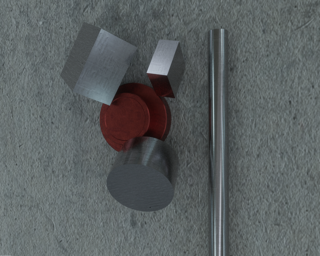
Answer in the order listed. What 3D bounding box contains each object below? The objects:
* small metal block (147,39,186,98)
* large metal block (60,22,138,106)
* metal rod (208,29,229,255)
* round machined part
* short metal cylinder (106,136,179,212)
[{"bbox_3d":[0.009,-0.072,0.383,0.025,0.050,0.050,11,67,19],"label":"small metal block"},{"bbox_3d":[-0.083,-0.085,0.403,0.080,0.050,0.080,-63,35,9],"label":"large metal block"},{"bbox_3d":[0.072,0.030,0.383,0.025,0.025,0.298,0,90,19],"label":"metal rod"},{"bbox_3d":[-0.038,-0.012,0.412,0.098,0.042,0.097,0,90,19],"label":"round machined part"},{"bbox_3d":[-0.019,0.057,0.382,0.080,0.050,0.079,6,127,8],"label":"short metal cylinder"}]
